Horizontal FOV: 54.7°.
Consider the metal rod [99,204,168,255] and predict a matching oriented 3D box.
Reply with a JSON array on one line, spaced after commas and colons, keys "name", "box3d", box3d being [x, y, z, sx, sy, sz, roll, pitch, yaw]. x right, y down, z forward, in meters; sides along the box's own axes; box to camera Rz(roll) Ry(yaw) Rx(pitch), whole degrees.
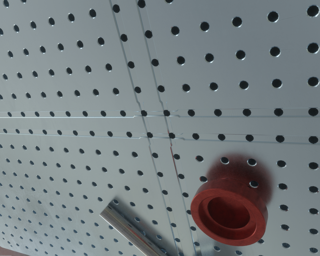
[{"name": "metal rod", "box3d": [0.012, 0.245, 0.556, 0.300, 0.025, 0.025, 41, 129, -1]}]

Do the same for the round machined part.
[{"name": "round machined part", "box3d": [0.094, 0.108, 0.417, 0.098, 0.042, 0.097, 13, 124, 21]}]
